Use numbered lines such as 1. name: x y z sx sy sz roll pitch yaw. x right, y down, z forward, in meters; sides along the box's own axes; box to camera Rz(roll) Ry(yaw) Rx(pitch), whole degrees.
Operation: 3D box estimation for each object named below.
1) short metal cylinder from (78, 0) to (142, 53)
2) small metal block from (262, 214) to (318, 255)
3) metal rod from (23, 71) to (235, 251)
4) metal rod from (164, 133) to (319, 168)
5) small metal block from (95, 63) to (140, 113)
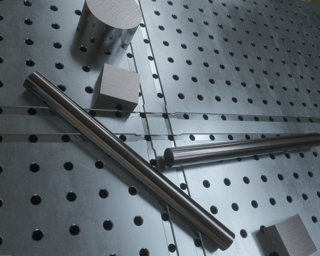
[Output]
1. short metal cylinder: -0.073 -0.156 0.448 0.081 0.050 0.080 14 56 -21
2. small metal block: 0.171 0.148 0.410 0.050 0.025 0.050 -9 66 -32
3. metal rod: -0.035 0.039 0.365 0.300 0.025 0.025 40 51 -1
4. metal rod: 0.142 0.029 0.466 0.303 0.025 0.025 -4 64 -30
5. small metal block: -0.055 -0.052 0.410 0.050 0.025 0.050 14 56 -20
